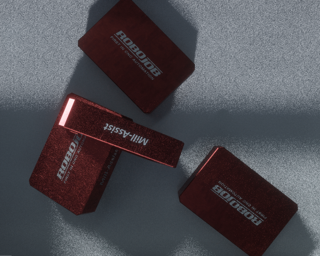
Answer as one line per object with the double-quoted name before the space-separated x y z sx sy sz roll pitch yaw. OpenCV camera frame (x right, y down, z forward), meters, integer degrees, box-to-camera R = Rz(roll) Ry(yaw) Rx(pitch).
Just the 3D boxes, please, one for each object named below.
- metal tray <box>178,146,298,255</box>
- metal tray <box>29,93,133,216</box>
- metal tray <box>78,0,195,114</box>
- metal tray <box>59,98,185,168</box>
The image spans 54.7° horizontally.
"metal tray" 0.101 0.096 0.410 0.130 0.030 0.090 38 90 0
"metal tray" -0.100 0.031 0.392 0.090 0.030 0.129 24 90 22
"metal tray" -0.030 -0.093 0.408 0.090 0.030 0.130 -44 90 0
"metal tray" -0.048 0.008 0.360 0.131 0.090 0.030 22 82 -16
